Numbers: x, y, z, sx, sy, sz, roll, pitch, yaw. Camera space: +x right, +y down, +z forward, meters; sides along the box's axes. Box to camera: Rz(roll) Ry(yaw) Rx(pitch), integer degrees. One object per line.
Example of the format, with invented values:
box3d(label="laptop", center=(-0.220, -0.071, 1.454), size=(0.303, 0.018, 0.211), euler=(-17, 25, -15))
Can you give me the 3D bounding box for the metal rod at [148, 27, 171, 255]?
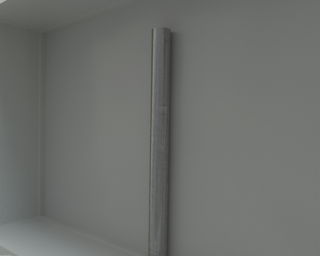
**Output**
box3d(label="metal rod", center=(-0.001, 0.022, 0.405), size=(0.025, 0.025, 0.298), euler=(2, 91, 39))
